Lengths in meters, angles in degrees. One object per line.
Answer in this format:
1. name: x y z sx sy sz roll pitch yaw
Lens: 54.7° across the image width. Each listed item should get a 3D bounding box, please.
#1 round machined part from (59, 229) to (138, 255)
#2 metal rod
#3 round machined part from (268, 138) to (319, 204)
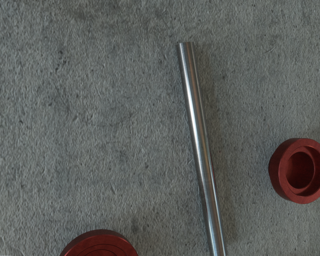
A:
1. round machined part: -0.076 0.170 0.372 0.099 0.042 0.097 0 90 -20
2. metal rod: 0.059 0.033 0.430 0.025 0.025 0.298 -11 94 -20
3. round machined part: 0.208 0.064 0.477 0.099 0.042 0.097 0 90 -20
